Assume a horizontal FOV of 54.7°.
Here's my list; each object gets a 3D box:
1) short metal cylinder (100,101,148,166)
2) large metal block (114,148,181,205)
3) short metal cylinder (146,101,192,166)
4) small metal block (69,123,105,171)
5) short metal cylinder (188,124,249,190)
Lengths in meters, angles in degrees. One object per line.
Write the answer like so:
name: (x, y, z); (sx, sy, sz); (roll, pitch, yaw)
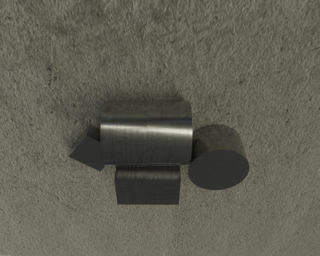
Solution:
short metal cylinder: (-0.040, 0.007, 0.379); (0.050, 0.080, 0.079); (1, 130, -1)
large metal block: (-0.015, 0.056, 0.421); (0.081, 0.080, 0.050); (1, 130, -1)
short metal cylinder: (0.010, 0.006, 0.379); (0.050, 0.080, 0.079); (1, 130, -1)
small metal block: (-0.090, 0.028, 0.432); (0.050, 0.025, 0.050); (30, 124, -24)
short metal cylinder: (0.077, 0.041, 0.427); (0.081, 0.050, 0.079); (0, 130, 0)
